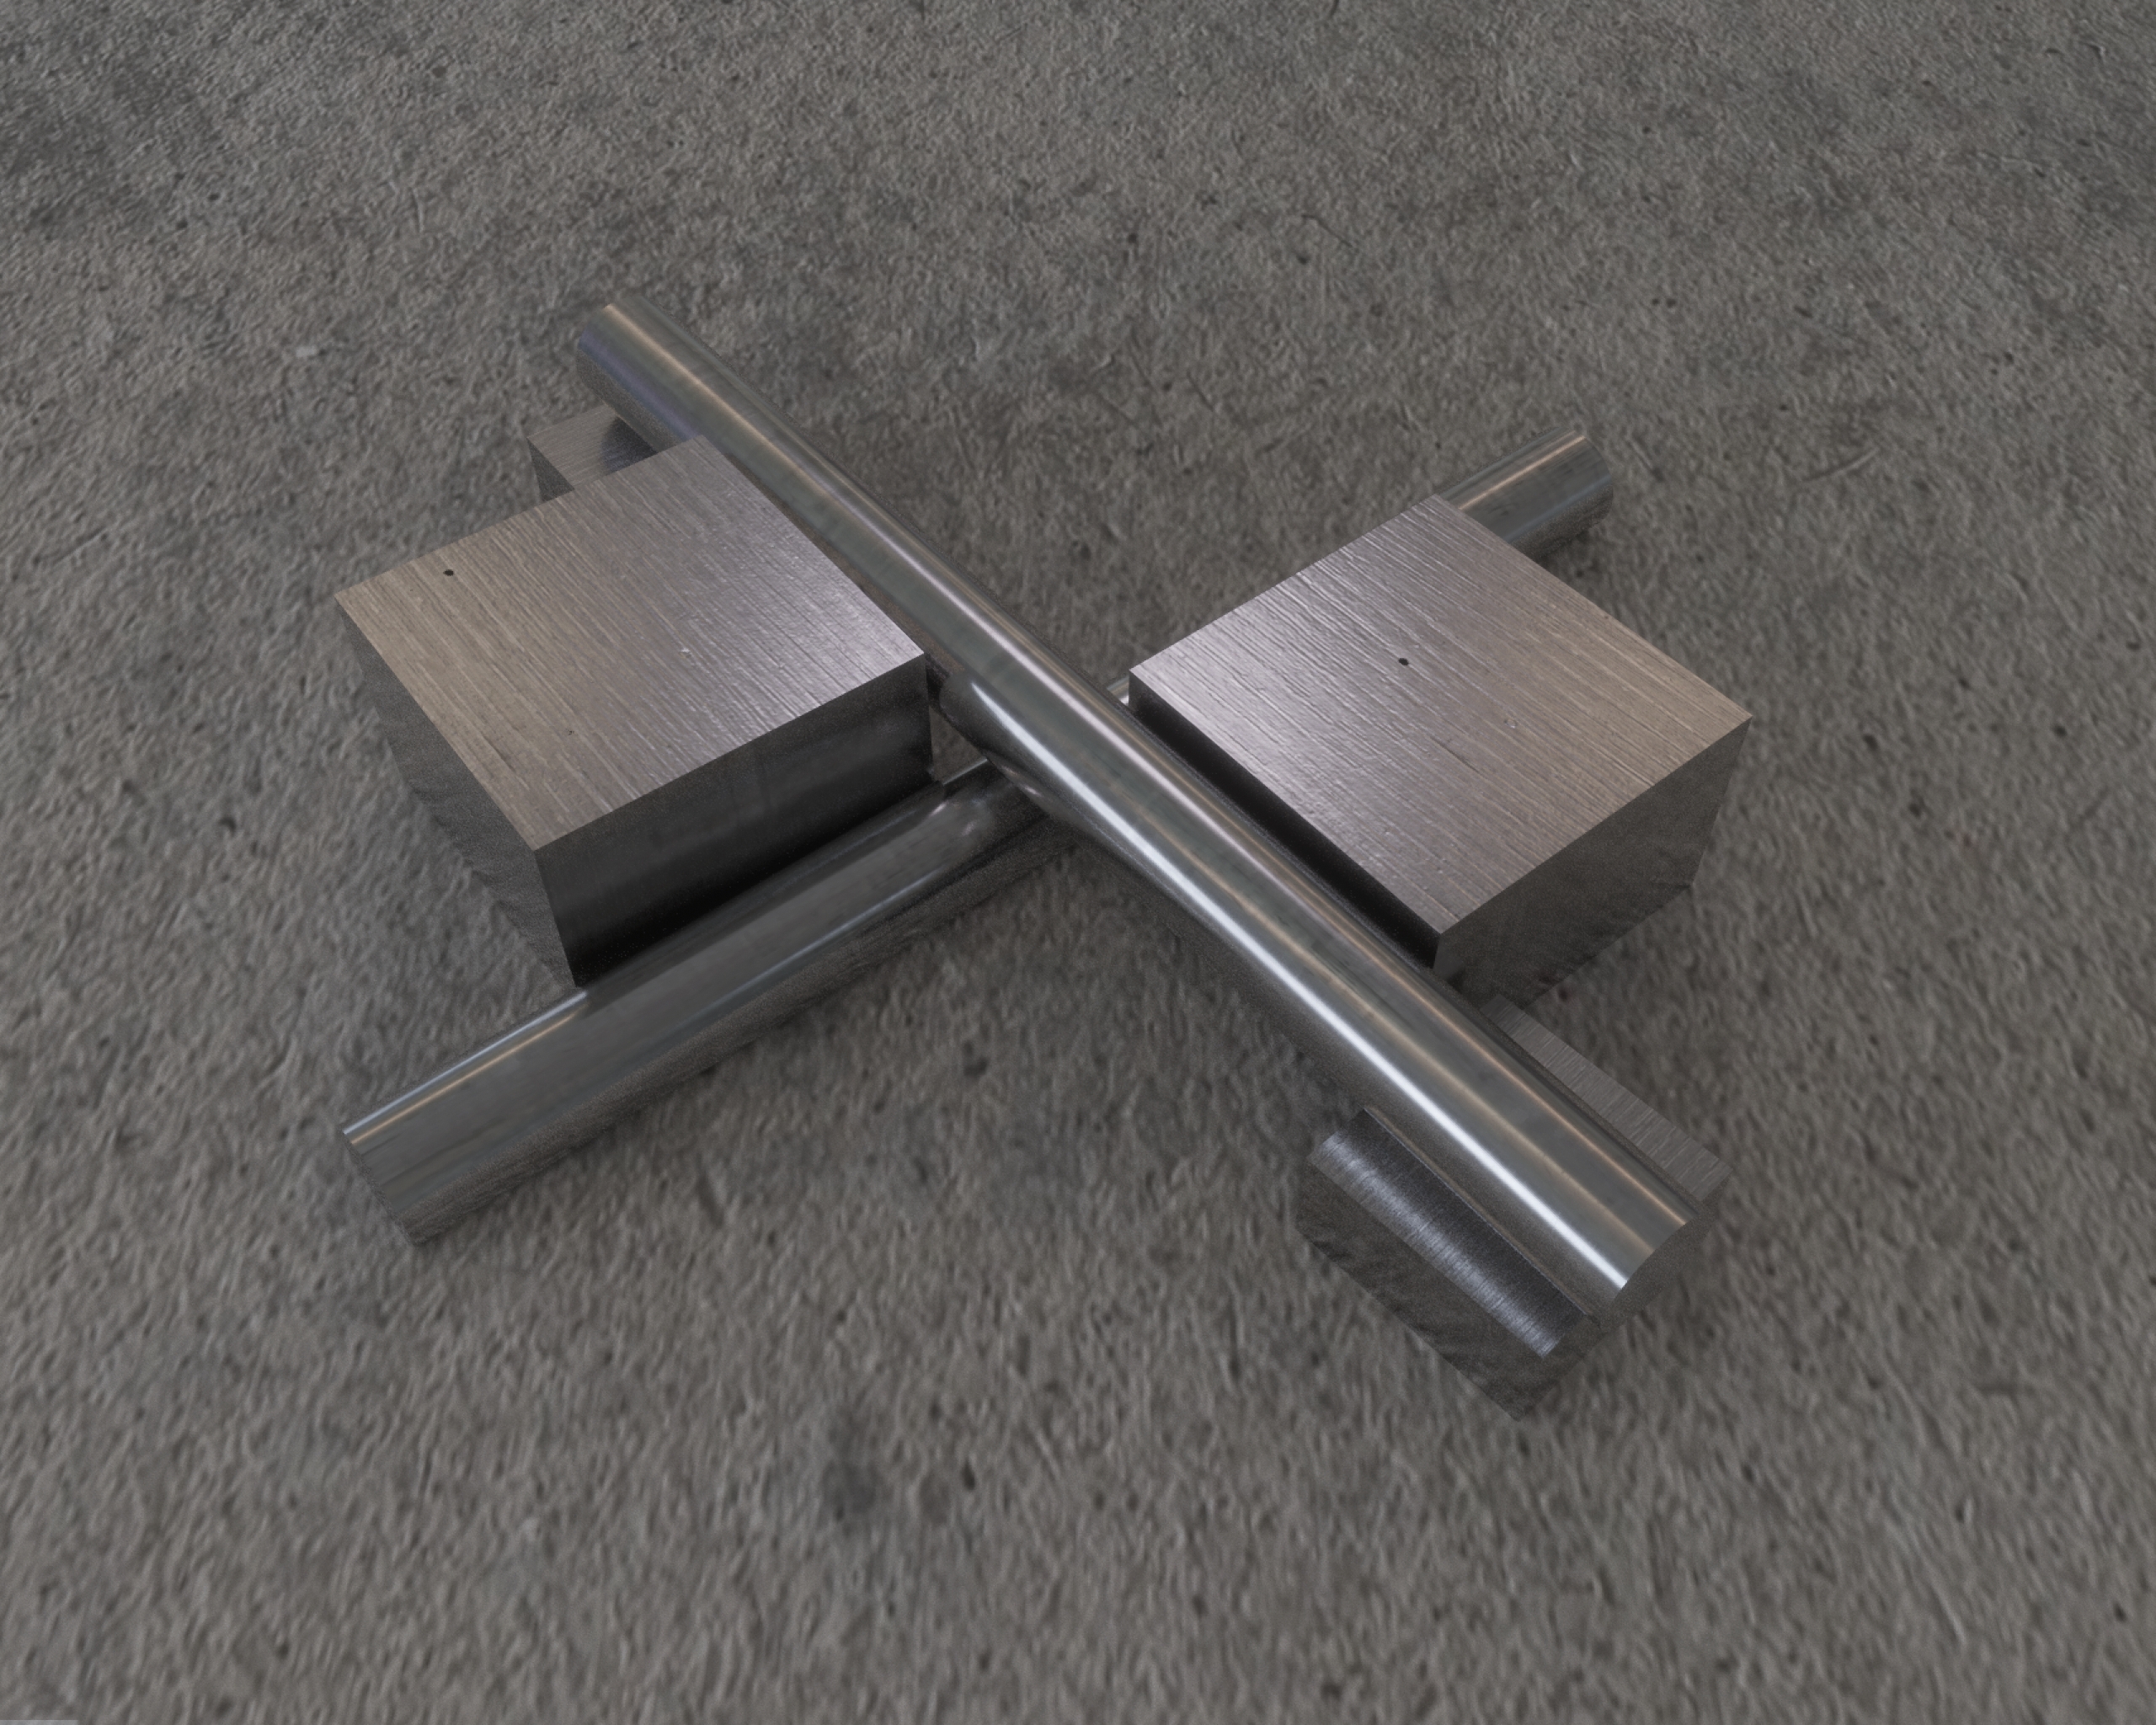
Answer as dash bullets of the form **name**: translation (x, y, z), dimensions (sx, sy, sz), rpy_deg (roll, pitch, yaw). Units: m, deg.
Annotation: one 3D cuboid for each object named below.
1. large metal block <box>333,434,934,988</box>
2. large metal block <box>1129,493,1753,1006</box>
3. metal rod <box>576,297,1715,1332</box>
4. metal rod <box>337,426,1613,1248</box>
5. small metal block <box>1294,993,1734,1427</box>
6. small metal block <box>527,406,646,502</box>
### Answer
- **large metal block**: translation (-0.085, -0.029, 0.410), dimensions (0.081, 0.050, 0.080), rpy_deg (-30, 56, -23)
- **large metal block**: translation (0.066, -0.015, 0.402), dimensions (0.081, 0.050, 0.080), rpy_deg (-32, 57, -24)
- **metal rod**: translation (-0.006, -0.026, 0.393), dimensions (0.025, 0.025, 0.300), rpy_deg (-32, 57, -24)
- **metal rod**: translation (-0.003, -0.017, 0.420), dimensions (0.302, 0.025, 0.025), rpy_deg (-32, 57, -24)
- **small metal block**: translation (0.074, 0.058, 0.357), dimensions (0.050, 0.025, 0.050), rpy_deg (-36, 59, -26)
- **small metal block**: translation (-0.089, -0.084, 0.476), dimensions (0.050, 0.025, 0.050), rpy_deg (-30, 56, -23)
